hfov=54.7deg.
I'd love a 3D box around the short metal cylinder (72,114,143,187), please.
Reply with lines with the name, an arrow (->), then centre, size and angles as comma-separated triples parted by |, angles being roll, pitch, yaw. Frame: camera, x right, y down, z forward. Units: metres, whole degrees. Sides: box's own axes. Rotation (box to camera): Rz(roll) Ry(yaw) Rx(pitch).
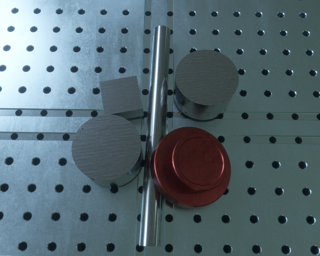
short metal cylinder -> -0.062, 0.029, 0.383 | 0.081, 0.050, 0.080 | 0, 70, 0

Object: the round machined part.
round machined part -> 0.041, 0.044, 0.370 | 0.099, 0.042, 0.098 | 6, 69, -15

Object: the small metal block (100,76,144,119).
small metal block -> -0.052, -0.040, 0.421 | 0.050, 0.025, 0.050 | -10, 70, -4

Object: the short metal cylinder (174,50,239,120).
short metal cylinder -> 0.059, -0.057, 0.415 | 0.081, 0.050, 0.080 | 0, 70, 0

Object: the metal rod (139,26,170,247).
metal rod -> -0.004, -0.004, 0.409 | 0.025, 0.025, 0.299 | 3, 70, 1
